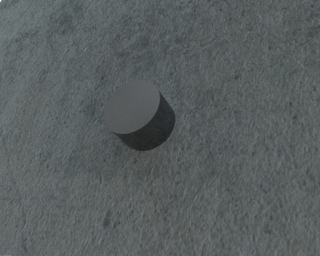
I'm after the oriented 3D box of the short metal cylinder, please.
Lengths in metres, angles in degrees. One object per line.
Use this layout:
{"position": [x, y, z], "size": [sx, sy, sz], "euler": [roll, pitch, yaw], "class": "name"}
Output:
{"position": [-0.026, -0.016, 0.410], "size": [0.080, 0.050, 0.080], "euler": [-13, 56, 20], "class": "short metal cylinder"}
